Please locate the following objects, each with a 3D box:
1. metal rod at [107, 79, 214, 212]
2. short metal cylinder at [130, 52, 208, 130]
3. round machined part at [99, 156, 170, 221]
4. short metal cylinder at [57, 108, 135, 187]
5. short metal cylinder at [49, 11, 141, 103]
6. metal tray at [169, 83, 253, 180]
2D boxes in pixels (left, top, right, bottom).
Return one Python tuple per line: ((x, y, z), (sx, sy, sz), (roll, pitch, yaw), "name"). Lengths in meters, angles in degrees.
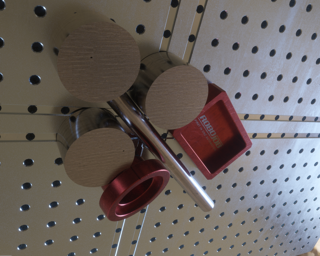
((0.011, 0.043, 0.444), (0.025, 0.025, 0.300), (-39, 129, -2), "metal rod")
((0.010, -0.045, 0.372), (0.081, 0.050, 0.079), (-14, 124, -21), "short metal cylinder")
((-0.038, 0.075, 0.412), (0.099, 0.042, 0.098), (-32, 151, -20), "round machined part")
((-0.076, 0.023, 0.367), (0.081, 0.050, 0.079), (-14, 124, -21), "short metal cylinder")
((-0.067, -0.072, 0.314), (0.081, 0.050, 0.079), (-14, 124, -21), "short metal cylinder")
((0.074, 0.009, 0.453), (0.090, 0.030, 0.130), (-39, 130, -1), "metal tray")
